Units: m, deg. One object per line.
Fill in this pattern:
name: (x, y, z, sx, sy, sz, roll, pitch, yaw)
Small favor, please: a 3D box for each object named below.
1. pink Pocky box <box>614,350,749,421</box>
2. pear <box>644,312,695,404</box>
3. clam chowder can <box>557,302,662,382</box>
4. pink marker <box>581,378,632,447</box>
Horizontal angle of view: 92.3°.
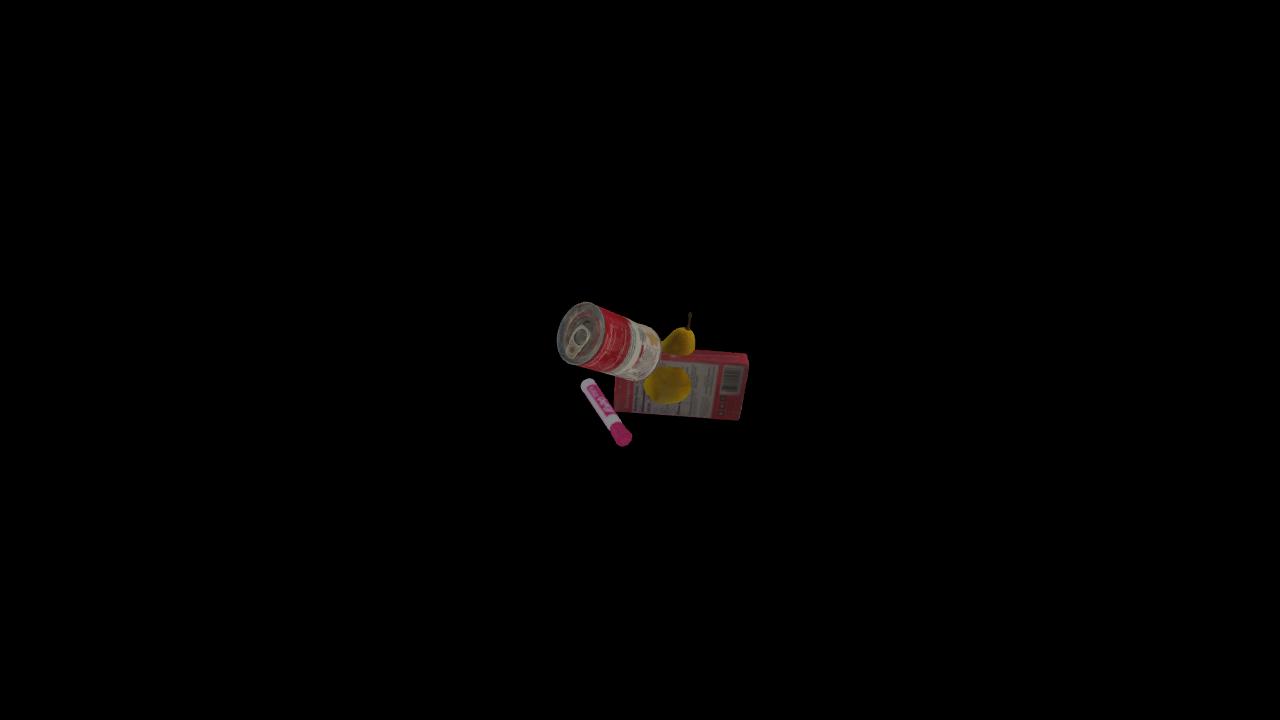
pink Pocky box: (0.047, 0.027, 0.735, 0.155, 0.084, 0.029, 4, 31, 0)
pear: (0.043, -0.001, 0.733, 0.080, 0.111, 0.080, 19, 33, -13)
clam chowder can: (-0.031, -0.017, 0.670, 0.068, 0.068, 0.102, 0, -12, 40)
pink marker: (-0.039, 0.058, 0.689, 0.020, 0.020, 0.121, 0, 28, -27)
